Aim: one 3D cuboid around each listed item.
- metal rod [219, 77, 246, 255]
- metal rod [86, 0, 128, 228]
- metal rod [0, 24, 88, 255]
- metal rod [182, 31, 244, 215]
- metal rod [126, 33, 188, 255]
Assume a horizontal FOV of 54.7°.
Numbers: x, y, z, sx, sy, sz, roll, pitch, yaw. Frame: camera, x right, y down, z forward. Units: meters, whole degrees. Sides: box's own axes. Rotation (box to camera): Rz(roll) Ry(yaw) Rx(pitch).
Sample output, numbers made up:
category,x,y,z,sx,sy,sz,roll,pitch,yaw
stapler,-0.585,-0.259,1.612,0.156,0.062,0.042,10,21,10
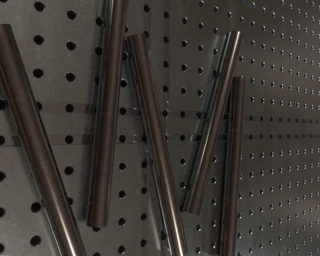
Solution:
category,x,y,z,sx,sy,sz,roll,pitch,yaw
metal rod,0.121,0.065,0.513,0.025,0.025,0.298,8,85,-40
metal rod,-0.060,-0.039,0.360,0.025,0.025,0.298,8,85,-40
metal rod,-0.114,0.049,0.314,0.025,0.025,0.298,-24,105,-38
metal rod,0.086,-0.016,0.483,0.025,0.025,0.299,27,73,-37
metal rod,-0.002,0.030,0.409,0.025,0.025,0.298,-19,102,-39
